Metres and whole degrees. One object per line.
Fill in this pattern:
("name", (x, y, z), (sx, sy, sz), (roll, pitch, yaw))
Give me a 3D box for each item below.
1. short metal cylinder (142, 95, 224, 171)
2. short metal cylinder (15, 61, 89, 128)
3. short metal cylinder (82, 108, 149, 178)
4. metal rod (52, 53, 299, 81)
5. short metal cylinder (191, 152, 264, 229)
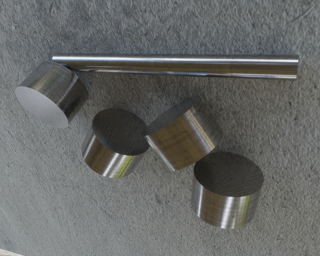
("short metal cylinder", (0.026, 0.005, 0.361), (0.080, 0.080, 0.050), (-26, 104, 37))
("short metal cylinder", (-0.146, -0.044, 0.423), (0.080, 0.050, 0.080), (21, 148, 14))
("short metal cylinder", (-0.058, 0.020, 0.414), (0.080, 0.080, 0.050), (36, 129, 4))
("metal rod", (-0.002, -0.074, 0.362), (0.301, 0.025, 0.025), (7, 121, 24))
("short metal cylinder", (0.079, 0.073, 0.375), (0.080, 0.080, 0.050), (14, 124, 20))
